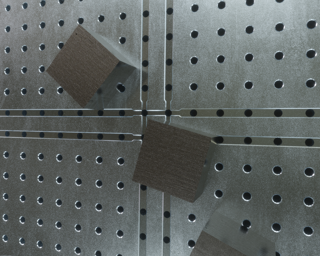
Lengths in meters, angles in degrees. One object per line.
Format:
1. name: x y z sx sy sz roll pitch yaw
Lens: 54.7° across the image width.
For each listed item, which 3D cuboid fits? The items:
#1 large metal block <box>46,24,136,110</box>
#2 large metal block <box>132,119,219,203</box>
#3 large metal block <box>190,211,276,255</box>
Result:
1. large metal block: -0.095 -0.082 0.432 0.080 0.050 0.080 43 103 14
2. large metal block: 0.021 0.038 0.391 0.080 0.050 0.079 17 96 19
3. large metal block: 0.082 0.146 0.354 0.080 0.080 0.050 26 99 18
